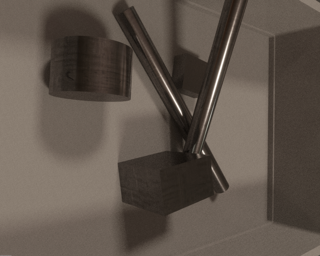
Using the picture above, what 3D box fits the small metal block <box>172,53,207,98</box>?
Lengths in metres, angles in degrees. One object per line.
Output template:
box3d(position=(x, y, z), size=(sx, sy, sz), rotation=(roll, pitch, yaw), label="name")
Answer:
box3d(position=(0.044, -0.074, 0.446), size=(0.050, 0.025, 0.050), rotation=(14, 81, -40), label="small metal block")

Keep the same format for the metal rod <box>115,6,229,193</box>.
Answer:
box3d(position=(0.027, -0.023, 0.431), size=(0.025, 0.025, 0.299), rotation=(-46, 118, -30), label="metal rod")

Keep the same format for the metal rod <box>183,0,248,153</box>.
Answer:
box3d(position=(0.065, -0.058, 0.384), size=(0.025, 0.025, 0.298), rotation=(-7, 120, -40), label="metal rod")

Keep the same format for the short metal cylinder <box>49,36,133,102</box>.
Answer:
box3d(position=(-0.069, -0.056, 0.314), size=(0.081, 0.080, 0.050), rotation=(4, 88, -40), label="short metal cylinder")

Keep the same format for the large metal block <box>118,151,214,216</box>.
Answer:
box3d(position=(0.007, 0.062, 0.379), size=(0.081, 0.080, 0.050), rotation=(-10, 97, -40), label="large metal block")
